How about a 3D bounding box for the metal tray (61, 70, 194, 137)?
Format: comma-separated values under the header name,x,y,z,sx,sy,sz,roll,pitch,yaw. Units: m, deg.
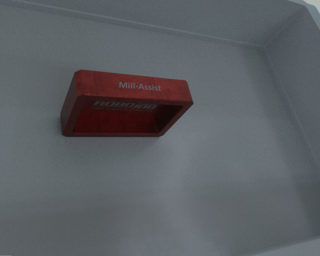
name,x,y,z,sx,sy,sz,roll,pitch,yaw
metal tray,-0.039,-0.022,0.357,0.131,0.090,0.030,1,62,-28
